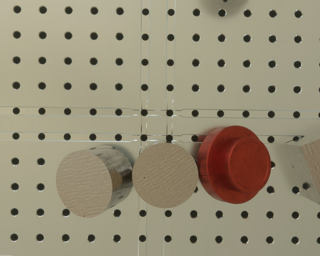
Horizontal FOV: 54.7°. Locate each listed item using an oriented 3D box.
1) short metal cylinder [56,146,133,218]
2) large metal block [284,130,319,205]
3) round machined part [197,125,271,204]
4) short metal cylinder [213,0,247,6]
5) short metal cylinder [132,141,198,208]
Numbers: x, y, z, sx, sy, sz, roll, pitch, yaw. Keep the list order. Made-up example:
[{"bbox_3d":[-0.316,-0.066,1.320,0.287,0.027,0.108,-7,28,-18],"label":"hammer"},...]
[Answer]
[{"bbox_3d":[-0.080,0.064,0.386,0.080,0.050,0.079,2,95,23],"label":"short metal cylinder"},{"bbox_3d":[0.223,0.045,0.403,0.080,0.050,0.080,-21,90,0],"label":"large metal block"},{"bbox_3d":[0.098,0.045,0.385,0.099,0.042,0.097,2,85,-28],"label":"round machined part"},{"bbox_3d":[0.096,-0.208,0.401,0.081,0.050,0.079,0,90,0],"label":"short metal cylinder"},{"bbox_3d":[0.006,0.058,0.401,0.081,0.050,0.079,0,90,0],"label":"short metal cylinder"}]
